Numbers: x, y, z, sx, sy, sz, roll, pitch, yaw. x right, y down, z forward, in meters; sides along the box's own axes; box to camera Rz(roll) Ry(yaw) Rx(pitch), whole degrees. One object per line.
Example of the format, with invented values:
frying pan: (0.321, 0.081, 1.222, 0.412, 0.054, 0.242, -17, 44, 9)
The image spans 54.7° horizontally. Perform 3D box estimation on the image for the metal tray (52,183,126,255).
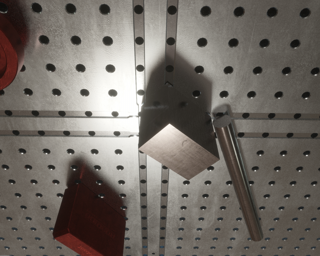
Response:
metal tray: (-0.108, 0.162, 0.505, 0.030, 0.090, 0.130, -25, 126, 19)

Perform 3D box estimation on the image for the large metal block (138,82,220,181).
large metal block: (0.022, 0.004, 0.379, 0.080, 0.080, 0.050, 35, 122, -26)

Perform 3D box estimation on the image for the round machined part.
round machined part: (-0.192, -0.088, 0.323, 0.099, 0.042, 0.097, -1, 130, 0)

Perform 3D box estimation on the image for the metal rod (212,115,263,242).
metal rod: (0.132, 0.097, 0.496, 0.025, 0.025, 0.299, -16, 129, 12)
